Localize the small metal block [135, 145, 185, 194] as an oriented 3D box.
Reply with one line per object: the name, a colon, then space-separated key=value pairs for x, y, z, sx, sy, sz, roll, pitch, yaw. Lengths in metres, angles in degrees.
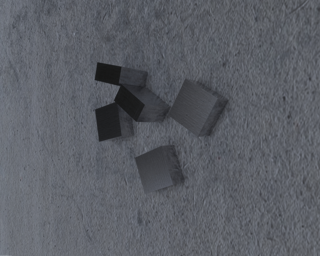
small metal block: x=-0.001 y=0.054 z=0.406 sx=0.050 sy=0.025 sz=0.050 roll=-27 pitch=73 yaw=37

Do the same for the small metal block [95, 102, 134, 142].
small metal block: x=-0.068 y=-0.009 z=0.461 sx=0.050 sy=0.025 sz=0.050 roll=-14 pitch=81 yaw=39

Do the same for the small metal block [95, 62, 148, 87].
small metal block: x=-0.054 y=-0.073 z=0.433 sx=0.050 sy=0.050 sz=0.025 roll=18 pitch=102 yaw=38

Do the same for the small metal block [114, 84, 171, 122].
small metal block: x=-0.023 y=-0.032 z=0.408 sx=0.050 sy=0.050 sz=0.025 roll=42 pitch=116 yaw=32

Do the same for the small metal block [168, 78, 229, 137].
small metal block: x=0.045 y=-0.024 z=0.368 sx=0.050 sy=0.025 sz=0.050 roll=38 pitch=113 yaw=33
